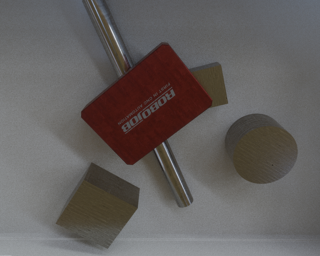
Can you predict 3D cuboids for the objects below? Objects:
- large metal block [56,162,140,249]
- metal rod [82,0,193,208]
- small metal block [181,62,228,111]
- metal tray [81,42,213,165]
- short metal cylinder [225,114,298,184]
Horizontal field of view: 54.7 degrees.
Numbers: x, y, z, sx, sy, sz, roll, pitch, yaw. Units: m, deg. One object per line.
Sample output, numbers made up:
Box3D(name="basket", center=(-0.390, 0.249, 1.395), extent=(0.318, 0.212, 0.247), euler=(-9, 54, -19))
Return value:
Box3D(name="large metal block", center=(-0.085, 0.109, 0.437), extent=(0.080, 0.050, 0.080), euler=(31, 107, -11))
Box3D(name="metal rod", center=(-0.021, -0.021, 0.403), extent=(0.025, 0.025, 0.299), euler=(-22, 109, 7))
Box3D(name="small metal block", center=(0.055, -0.052, 0.393), extent=(0.050, 0.025, 0.050), euler=(-13, 110, 4))
Box3D(name="metal tray", center=(-0.016, -0.027, 0.371), extent=(0.130, 0.030, 0.090), euler=(-38, 107, 11))
Box3D(name="short metal cylinder", center=(0.131, 0.026, 0.410), extent=(0.081, 0.050, 0.079), euler=(0, 110, -1))
